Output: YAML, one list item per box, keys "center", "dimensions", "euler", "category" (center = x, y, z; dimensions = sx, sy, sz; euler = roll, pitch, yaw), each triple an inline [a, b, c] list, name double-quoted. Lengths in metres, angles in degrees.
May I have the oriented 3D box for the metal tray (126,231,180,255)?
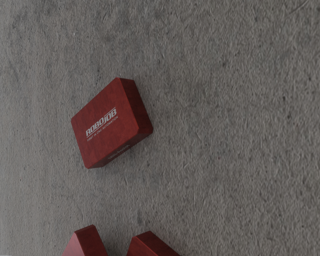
- center: [-0.013, 0.218, 0.413]
  dimensions: [0.090, 0.030, 0.129]
  euler: [28, 107, 36]
  category: "metal tray"

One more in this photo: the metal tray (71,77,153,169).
- center: [-0.077, -0.004, 0.465]
  dimensions: [0.130, 0.030, 0.090]
  euler: [-34, 69, 34]
  category: "metal tray"

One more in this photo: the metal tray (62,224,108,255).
- center: [-0.112, 0.215, 0.471]
  dimensions: [0.090, 0.030, 0.129]
  euler: [58, 139, 24]
  category: "metal tray"
